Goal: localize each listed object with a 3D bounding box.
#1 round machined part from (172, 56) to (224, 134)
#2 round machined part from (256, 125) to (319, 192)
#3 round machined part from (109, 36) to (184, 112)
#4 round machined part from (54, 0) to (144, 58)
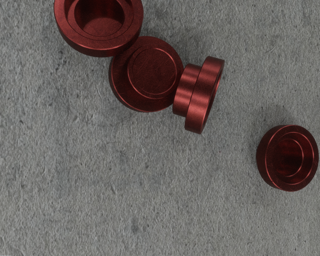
[{"bbox_3d":[0.047,-0.044,0.395,0.042,0.098,0.098,18,83,10],"label":"round machined part"},{"bbox_3d":[0.186,0.044,0.468,0.099,0.042,0.097,0,90,-20],"label":"round machined part"},{"bbox_3d":[-0.013,-0.069,0.395,0.099,0.042,0.097,0,90,-20],"label":"round machined part"},{"bbox_3d":[-0.070,-0.128,0.365,0.099,0.042,0.098,2,77,-9],"label":"round machined part"}]
